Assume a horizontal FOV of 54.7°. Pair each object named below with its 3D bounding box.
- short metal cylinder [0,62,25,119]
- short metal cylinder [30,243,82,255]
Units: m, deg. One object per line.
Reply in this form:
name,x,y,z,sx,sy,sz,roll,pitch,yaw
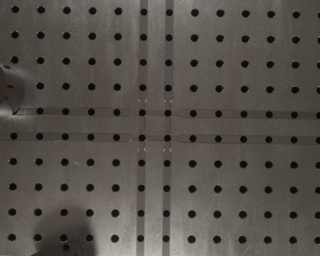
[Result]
short metal cylinder,-0.225,-0.051,0.398,0.081,0.050,0.079,0,90,-1
short metal cylinder,-0.134,0.185,0.384,0.080,0.080,0.050,-14,90,0
